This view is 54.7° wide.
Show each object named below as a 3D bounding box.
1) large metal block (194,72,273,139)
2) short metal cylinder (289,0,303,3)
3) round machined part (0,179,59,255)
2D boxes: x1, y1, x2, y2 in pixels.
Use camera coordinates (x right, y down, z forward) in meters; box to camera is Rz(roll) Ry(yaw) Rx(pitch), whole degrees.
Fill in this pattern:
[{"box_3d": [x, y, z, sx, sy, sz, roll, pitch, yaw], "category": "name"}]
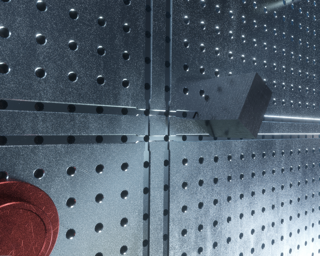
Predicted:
[{"box_3d": [0.109, -0.032, 0.465, 0.050, 0.080, 0.080, 40, 66, -33], "category": "large metal block"}, {"box_3d": [0.296, -0.307, 0.640, 0.081, 0.050, 0.080, 0, 90, -40], "category": "short metal cylinder"}, {"box_3d": [-0.139, 0.098, 0.281, 0.099, 0.042, 0.097, 0, 90, -40], "category": "round machined part"}]
